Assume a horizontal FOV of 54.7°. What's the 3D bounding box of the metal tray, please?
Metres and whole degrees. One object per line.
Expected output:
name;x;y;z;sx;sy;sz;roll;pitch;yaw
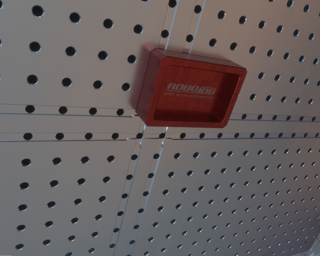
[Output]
metal tray;0.042;-0.047;0.403;0.131;0.030;0.089;1;118;-30
